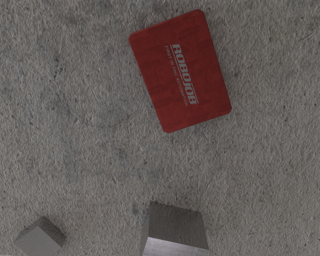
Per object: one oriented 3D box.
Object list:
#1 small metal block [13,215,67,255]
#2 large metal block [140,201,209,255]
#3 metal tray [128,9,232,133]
[{"bbox_3d":[-0.181,0.170,0.471,0.050,0.025,0.050,-35,107,12],"label":"small metal block"},{"bbox_3d":[0.017,0.155,0.438,0.080,0.080,0.050,14,110,-6],"label":"large metal block"},{"bbox_3d":[0.027,-0.068,0.383,0.090,0.030,0.129,-19,109,6],"label":"metal tray"}]
